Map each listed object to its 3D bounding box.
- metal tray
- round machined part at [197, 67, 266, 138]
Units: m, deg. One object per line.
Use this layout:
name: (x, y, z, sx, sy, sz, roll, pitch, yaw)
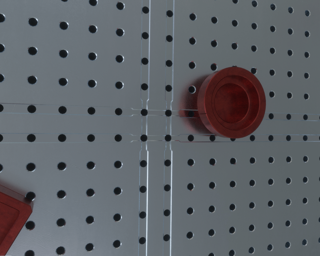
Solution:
metal tray: (-0.212, 0.121, 0.331, 0.090, 0.030, 0.130, 33, 79, -17)
round machined part: (0.096, -0.035, 0.439, 0.099, 0.042, 0.097, 0, 90, -20)
